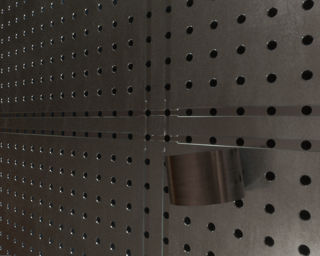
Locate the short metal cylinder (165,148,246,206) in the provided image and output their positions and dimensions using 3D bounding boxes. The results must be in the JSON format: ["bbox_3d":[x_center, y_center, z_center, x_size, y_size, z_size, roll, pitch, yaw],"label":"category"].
[{"bbox_3d":[0.048,0.051,0.333,0.080,0.081,0.050,-11,83,39],"label":"short metal cylinder"}]
